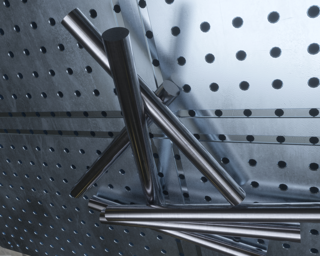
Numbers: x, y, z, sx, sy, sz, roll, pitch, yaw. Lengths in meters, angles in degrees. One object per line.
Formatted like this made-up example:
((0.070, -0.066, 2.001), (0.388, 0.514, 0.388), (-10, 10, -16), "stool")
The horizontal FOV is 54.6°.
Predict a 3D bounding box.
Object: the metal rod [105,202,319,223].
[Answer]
((0.057, 0.118, 0.430), (0.300, 0.025, 0.025), (-7, 115, 23), "metal rod")

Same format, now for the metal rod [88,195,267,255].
((0.015, 0.161, 0.503), (0.301, 0.025, 0.025), (12, 123, 22), "metal rod")

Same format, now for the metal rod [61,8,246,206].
((0.002, -0.014, 0.370), (0.025, 0.025, 0.300), (-32, 108, 38), "metal rod")

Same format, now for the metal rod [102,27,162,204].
((-0.024, 0.018, 0.385), (0.025, 0.025, 0.299), (14, 140, 20), "metal rod")

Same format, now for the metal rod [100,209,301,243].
((0.043, 0.142, 0.459), (0.300, 0.025, 0.025), (-3, 117, 24), "metal rod")

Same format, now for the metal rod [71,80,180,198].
((-0.068, 0.034, 0.468), (0.025, 0.025, 0.299), (43, 129, -2), "metal rod")
